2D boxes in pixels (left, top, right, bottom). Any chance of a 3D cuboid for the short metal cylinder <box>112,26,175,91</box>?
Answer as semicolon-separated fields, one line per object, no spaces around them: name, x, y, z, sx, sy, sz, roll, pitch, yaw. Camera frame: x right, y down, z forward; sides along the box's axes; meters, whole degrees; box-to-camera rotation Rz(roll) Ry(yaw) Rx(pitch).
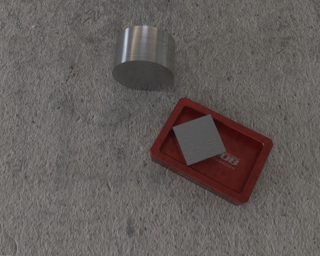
short metal cylinder;-0.020;-0.090;0.412;0.080;0.080;0.050;3;70;1

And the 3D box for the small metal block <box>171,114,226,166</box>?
small metal block;0.047;0.016;0.386;0.050;0.025;0.050;-19;78;-7

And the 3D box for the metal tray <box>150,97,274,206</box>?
metal tray;0.064;0.028;0.395;0.130;0.030;0.090;27;72;9
